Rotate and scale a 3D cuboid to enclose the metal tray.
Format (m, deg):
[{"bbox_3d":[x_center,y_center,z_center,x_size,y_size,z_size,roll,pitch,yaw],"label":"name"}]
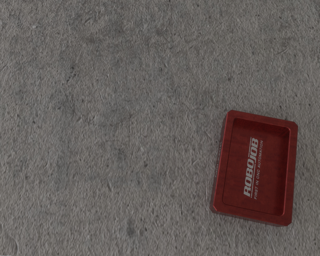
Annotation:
[{"bbox_3d":[0.118,0.048,0.388,0.090,0.030,0.130,12,70,4],"label":"metal tray"}]
